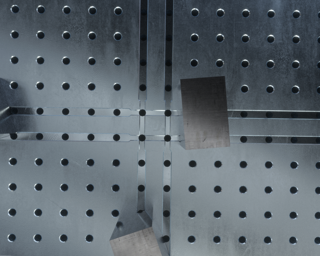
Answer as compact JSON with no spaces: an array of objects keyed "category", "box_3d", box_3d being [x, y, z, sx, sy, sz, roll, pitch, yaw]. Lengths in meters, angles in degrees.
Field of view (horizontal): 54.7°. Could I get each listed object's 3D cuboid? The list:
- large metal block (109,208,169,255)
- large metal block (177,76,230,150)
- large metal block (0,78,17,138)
[{"category":"large metal block","box_3d":[-0.020,0.155,0.386,0.050,0.080,0.080,-19,90,0]},{"category":"large metal block","box_3d":[0.051,-0.017,0.387,0.050,0.080,0.079,-4,90,0]},{"category":"large metal block","box_3d":[-0.231,-0.023,0.383,0.050,0.080,0.080,-17,90,0]}]
